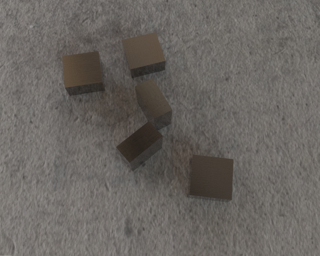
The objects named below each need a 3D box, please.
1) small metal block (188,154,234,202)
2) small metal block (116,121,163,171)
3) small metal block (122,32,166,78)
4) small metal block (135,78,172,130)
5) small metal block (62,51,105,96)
[{"bbox_3d":[0.063,0.063,0.386,0.050,0.025,0.050,7,70,2],"label":"small metal block"},{"bbox_3d":[-0.024,0.024,0.386,0.050,0.050,0.025,-39,75,-13],"label":"small metal block"},{"bbox_3d":[-0.023,-0.105,0.446,0.050,0.025,0.050,-15,71,-6],"label":"small metal block"},{"bbox_3d":[-0.008,-0.029,0.405,0.025,0.050,0.050,-28,73,-10],"label":"small metal block"},{"bbox_3d":[-0.107,-0.077,0.435,0.050,0.025,0.050,-9,70,-4],"label":"small metal block"}]
